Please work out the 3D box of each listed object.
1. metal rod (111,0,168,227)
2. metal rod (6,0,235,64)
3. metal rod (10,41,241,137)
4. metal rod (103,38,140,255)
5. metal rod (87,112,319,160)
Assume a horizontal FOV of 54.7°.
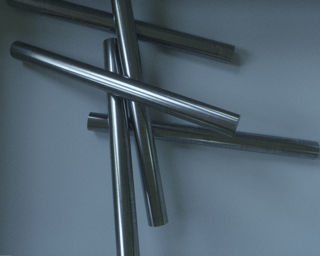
[{"bbox_3d":[-0.027,-0.029,0.384,0.025,0.025,0.298,-10,90,0],"label":"metal rod"},{"bbox_3d":[-0.051,-0.135,0.410,0.302,0.025,0.025,15,90,0],"label":"metal rod"},{"bbox_3d":[-0.055,-0.053,0.365,0.301,0.025,0.025,21,90,18],"label":"metal rod"},{"bbox_3d":[-0.047,0.029,0.368,0.025,0.025,0.299,-7,73,0],"label":"metal rod"},{"bbox_3d":[0.057,0.011,0.411,0.302,0.025,0.025,7,90,0],"label":"metal rod"}]
